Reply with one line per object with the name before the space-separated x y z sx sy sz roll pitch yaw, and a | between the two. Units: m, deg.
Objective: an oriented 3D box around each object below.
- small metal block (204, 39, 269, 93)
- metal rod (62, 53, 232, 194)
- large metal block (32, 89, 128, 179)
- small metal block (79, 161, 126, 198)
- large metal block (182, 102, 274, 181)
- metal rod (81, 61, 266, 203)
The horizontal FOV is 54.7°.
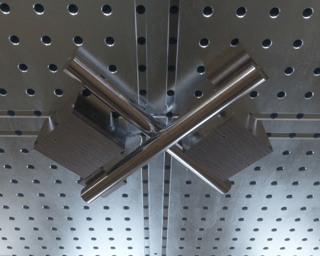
small metal block | 0.088 -0.064 0.358 0.050 0.025 0.050 -37 122 27
metal rod | 0.001 0.010 0.418 0.025 0.025 0.301 -35 122 26
large metal block | -0.101 0.010 0.403 0.080 0.050 0.080 -36 122 26
small metal block | -0.087 0.075 0.475 0.050 0.025 0.050 37 121 -27
large metal block | 0.086 0.014 0.408 0.080 0.050 0.080 35 122 -26
metal rod | -0.002 0.020 0.395 0.299 0.025 0.025 -37 121 27
